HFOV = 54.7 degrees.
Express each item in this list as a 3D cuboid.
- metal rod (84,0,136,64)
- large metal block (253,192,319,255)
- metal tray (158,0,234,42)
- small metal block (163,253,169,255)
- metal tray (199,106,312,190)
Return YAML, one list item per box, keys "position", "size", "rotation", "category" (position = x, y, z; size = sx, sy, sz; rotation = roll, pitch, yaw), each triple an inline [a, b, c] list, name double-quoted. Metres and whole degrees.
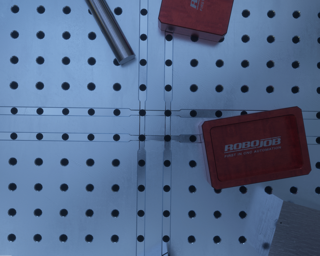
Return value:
- position: [-0.115, -0.223, 0.411]
  size: [0.025, 0.025, 0.299]
  rotation: [-29, 90, 0]
  category: "metal rod"
- position: [0.179, 0.137, 0.403]
  size: [0.080, 0.050, 0.080]
  rotation: [15, 90, -1]
  category: "large metal block"
- position: [0.054, -0.190, 0.412]
  size: [0.091, 0.030, 0.129]
  rotation: [12, 90, -1]
  category: "metal tray"
- position: [-0.005, 0.196, 0.401]
  size: [0.050, 0.050, 0.025]
  rotation: [-29, 90, 0]
  category: "small metal block"
- position: [0.124, 0.026, 0.412]
  size: [0.131, 0.030, 0.089]
  rotation: [-9, 90, -1]
  category: "metal tray"
